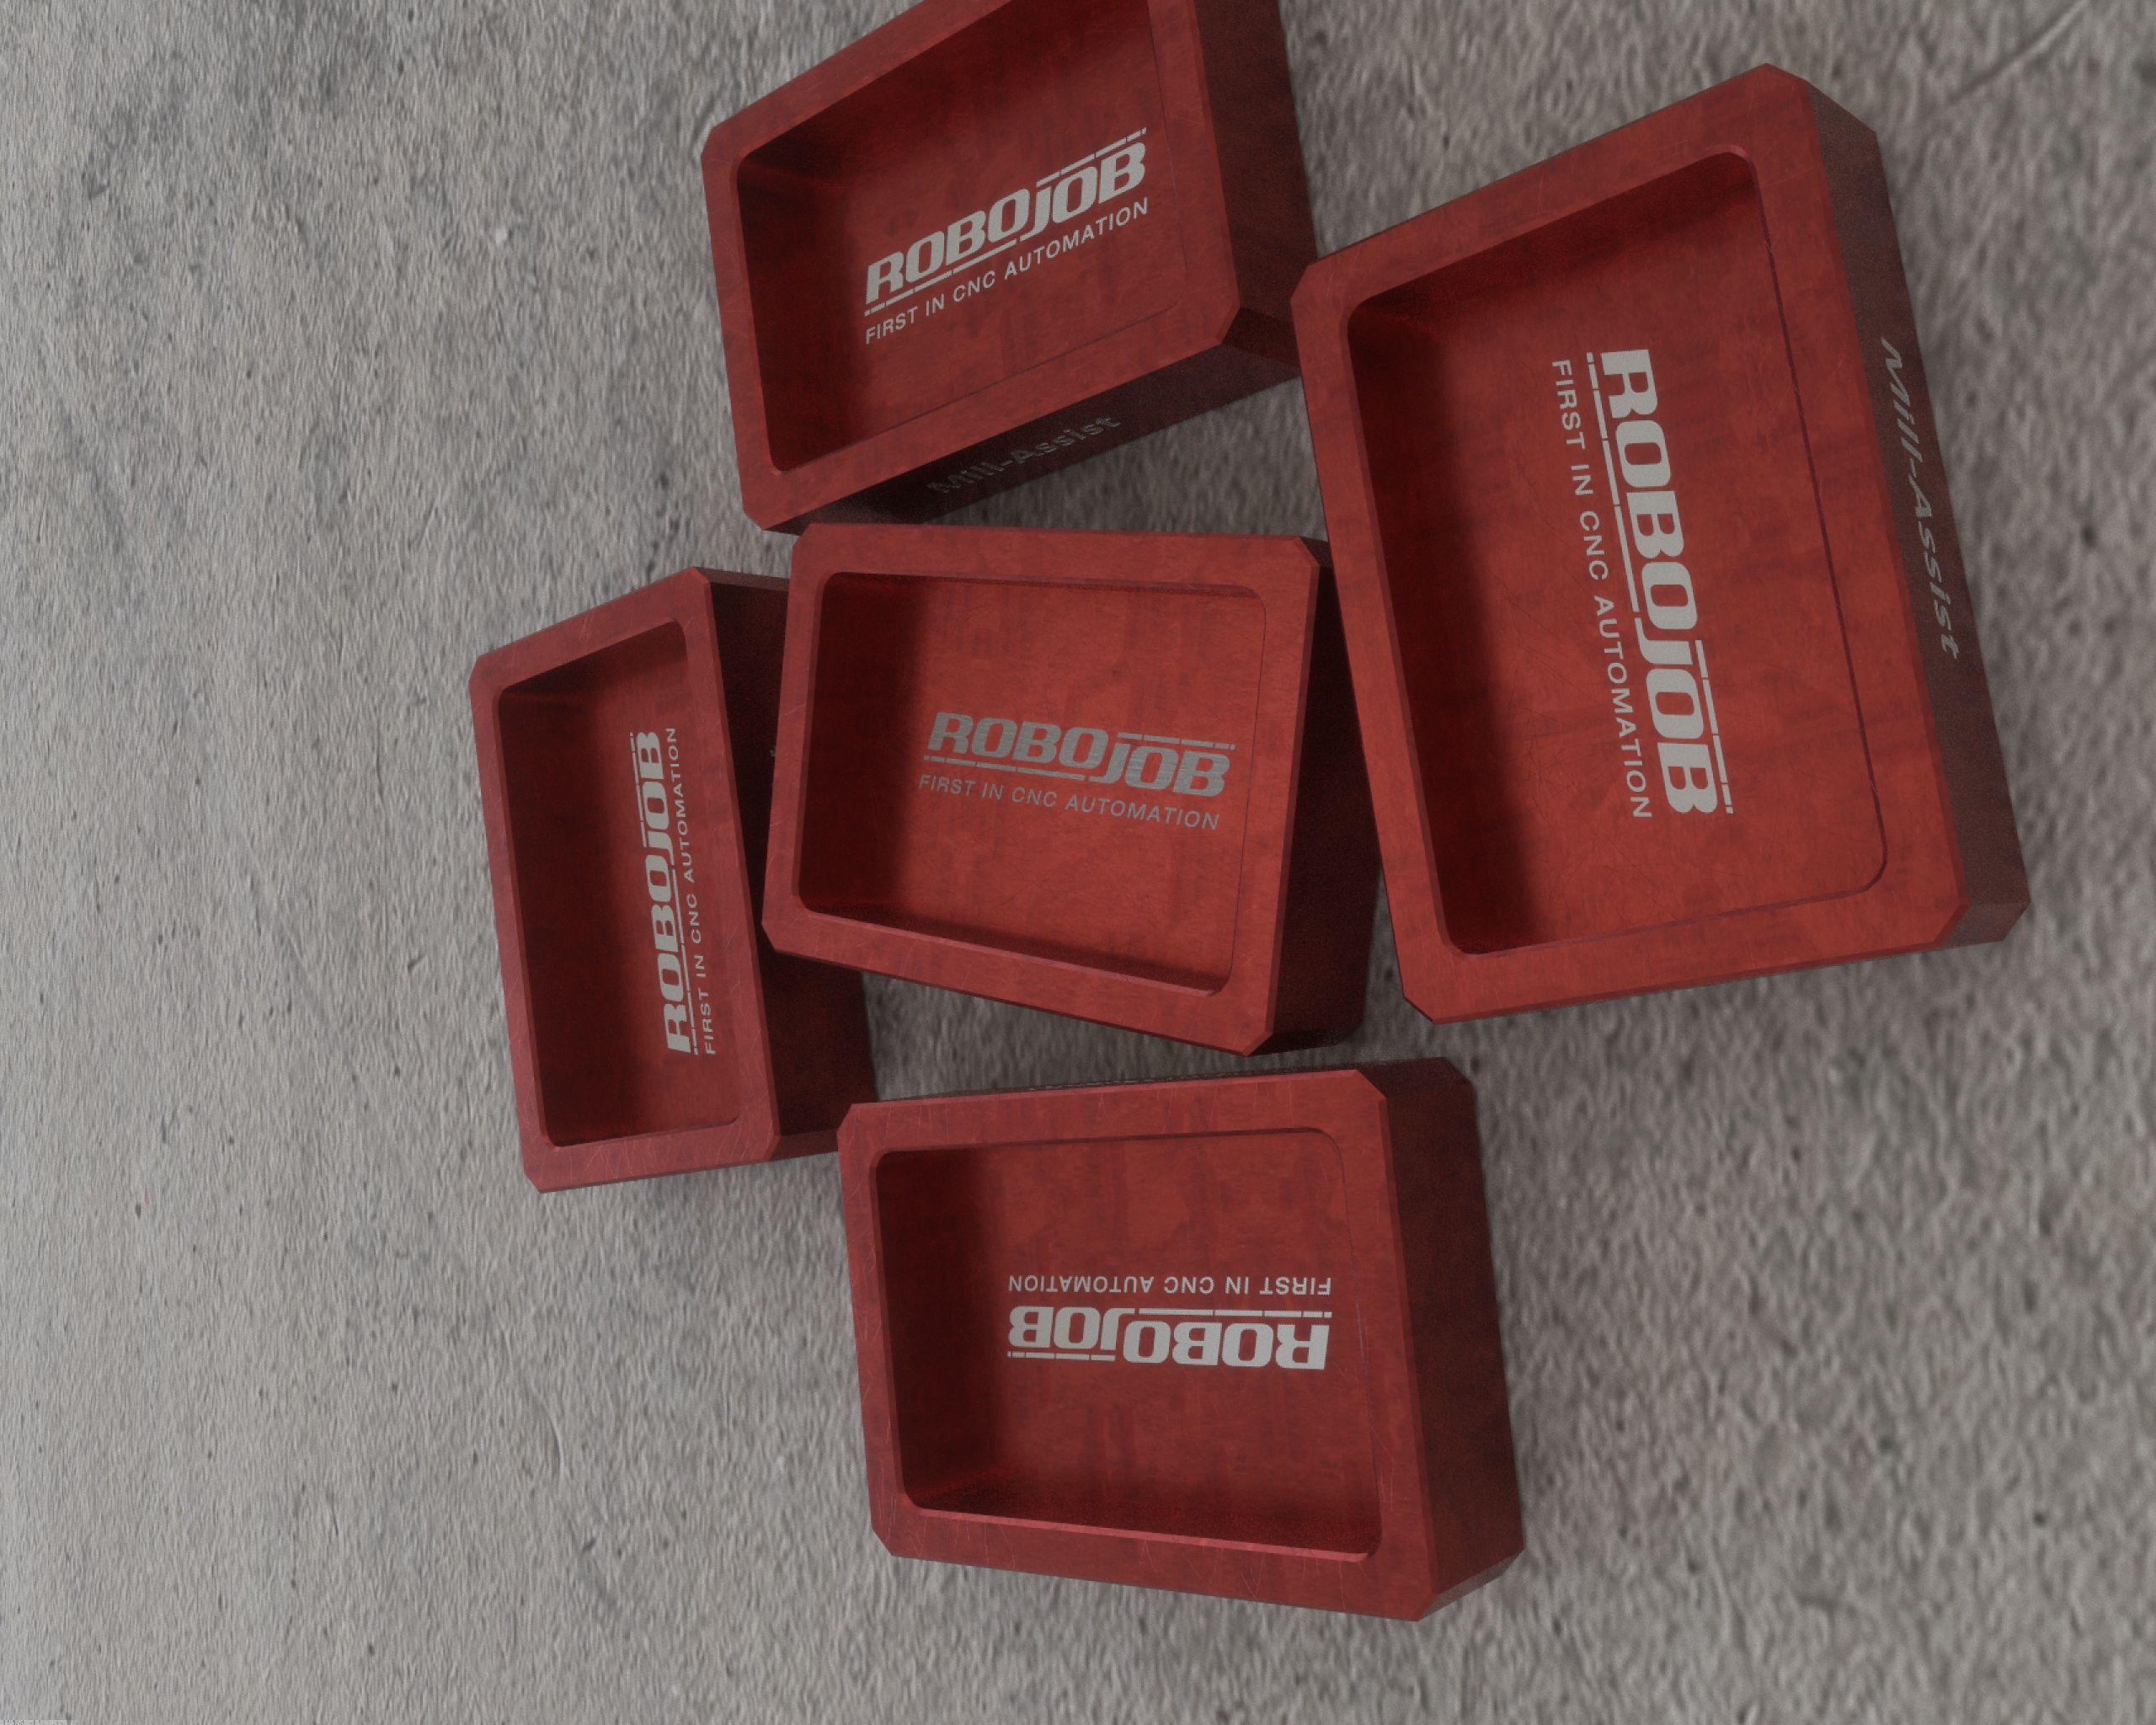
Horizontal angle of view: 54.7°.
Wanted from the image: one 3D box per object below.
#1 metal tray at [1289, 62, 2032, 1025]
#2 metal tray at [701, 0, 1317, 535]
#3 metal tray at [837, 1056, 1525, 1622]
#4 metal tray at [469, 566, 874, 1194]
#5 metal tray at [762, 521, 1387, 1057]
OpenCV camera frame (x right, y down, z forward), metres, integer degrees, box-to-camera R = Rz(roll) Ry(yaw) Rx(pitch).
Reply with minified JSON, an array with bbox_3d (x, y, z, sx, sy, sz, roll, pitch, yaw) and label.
[{"bbox_3d":[0.087,-0.045,0.329,0.090,0.030,0.129,-14,81,39],"label":"metal tray"},{"bbox_3d":[-0.018,-0.124,0.415,0.130,0.030,0.090,-13,82,39],"label":"metal tray"},{"bbox_3d":[0.014,0.086,0.390,0.130,0.030,0.089,-9,84,39],"label":"metal tray"},{"bbox_3d":[-0.095,0.006,0.480,0.090,0.030,0.129,-14,81,39],"label":"metal tray"},{"bbox_3d":[-0.004,-0.018,0.404,0.130,0.030,0.089,9,96,39],"label":"metal tray"}]
